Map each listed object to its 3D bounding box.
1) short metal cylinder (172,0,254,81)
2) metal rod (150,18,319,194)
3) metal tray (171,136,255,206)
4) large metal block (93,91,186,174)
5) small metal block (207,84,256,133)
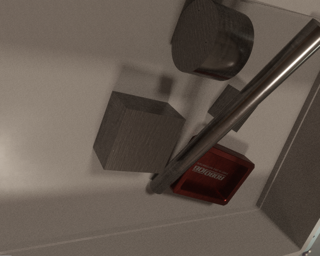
[{"bbox_3d":[0.056,-0.096,0.346,0.050,0.080,0.079,7,115,-32],"label":"short metal cylinder"},{"bbox_3d":[0.073,-0.003,0.376,0.025,0.025,0.298,11,136,-34],"label":"metal rod"},{"bbox_3d":[0.083,0.072,0.497,0.131,0.030,0.090,23,106,-37],"label":"metal tray"},{"bbox_3d":[-0.027,0.007,0.384,0.081,0.050,0.079,9,114,-33],"label":"large metal block"},{"bbox_3d":[0.106,-0.028,0.452,0.050,0.025,0.050,28,103,-38],"label":"small metal block"}]
